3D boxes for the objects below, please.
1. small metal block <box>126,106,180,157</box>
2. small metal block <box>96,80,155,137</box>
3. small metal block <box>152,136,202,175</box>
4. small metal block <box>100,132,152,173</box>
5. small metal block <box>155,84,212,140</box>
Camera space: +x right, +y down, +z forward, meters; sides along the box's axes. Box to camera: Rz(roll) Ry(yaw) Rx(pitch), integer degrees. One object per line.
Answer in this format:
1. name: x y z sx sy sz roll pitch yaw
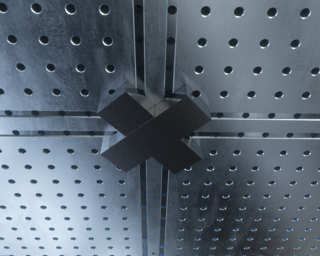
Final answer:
1. small metal block: -0.009 0.006 0.415 0.050 0.025 0.050 -34 123 25
2. small metal block: -0.042 -0.023 0.391 0.050 0.025 0.050 -33 123 25
3. small metal block: 0.024 0.034 0.441 0.050 0.025 0.050 -33 123 25
4. small metal block: -0.047 0.030 0.437 0.050 0.025 0.050 -34 123 25
5. small metal block: 0.029 -0.019 0.395 0.050 0.025 0.050 -34 123 25
